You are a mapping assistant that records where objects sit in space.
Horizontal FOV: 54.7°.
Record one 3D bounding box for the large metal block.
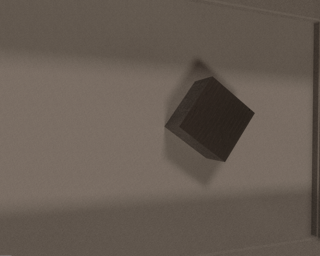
[{"bbox_3d":[0.067,-0.011,0.424,0.080,0.050,0.080,37,78,-17],"label":"large metal block"}]
